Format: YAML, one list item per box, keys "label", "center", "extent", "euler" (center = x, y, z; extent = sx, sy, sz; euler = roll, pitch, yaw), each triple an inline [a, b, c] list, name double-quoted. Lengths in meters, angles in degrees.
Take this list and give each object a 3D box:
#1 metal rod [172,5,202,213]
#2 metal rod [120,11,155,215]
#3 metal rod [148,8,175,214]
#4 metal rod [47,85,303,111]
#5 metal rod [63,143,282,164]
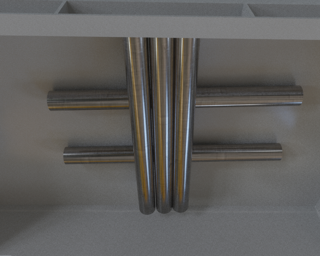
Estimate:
- label: "metal rod"
  center: [0.029, 0.006, 0.378]
  extent: [0.025, 0.025, 0.298]
  euler: [-1, 130, 0]
- label: "metal rod"
  center: [-0.022, 0.010, 0.381]
  extent: [0.025, 0.025, 0.298]
  euler: [-1, 130, 0]
- label: "metal rod"
  center: [0.004, 0.008, 0.380]
  extent: [0.025, 0.025, 0.298]
  euler: [-1, 130, 0]
- label: "metal rod"
  center: [0.018, -0.036, 0.377]
  extent: [0.302, 0.025, 0.025]
  euler: [-1, 130, 0]
- label: "metal rod"
  center: [0.018, 0.036, 0.439]
  extent: [0.302, 0.025, 0.025]
  euler: [-1, 130, 0]
